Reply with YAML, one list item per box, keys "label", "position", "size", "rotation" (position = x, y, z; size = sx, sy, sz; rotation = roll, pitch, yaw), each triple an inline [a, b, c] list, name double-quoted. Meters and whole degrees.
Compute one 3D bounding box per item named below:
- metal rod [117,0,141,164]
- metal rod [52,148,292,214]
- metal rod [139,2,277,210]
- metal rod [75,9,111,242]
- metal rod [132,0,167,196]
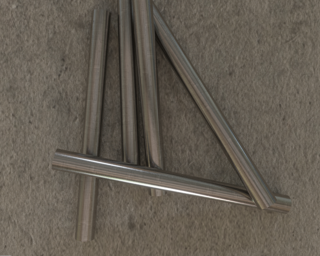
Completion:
- label: "metal rod"
  position: [-0.042, -0.094, 0.409]
  size: [0.025, 0.025, 0.298]
  rotation: [-2, 90, -1]
- label: "metal rod"
  position: [0.023, 0.069, 0.386]
  size: [0.302, 0.025, 0.025]
  rotation: [13, 90, -10]
- label: "metal rod"
  position: [0.056, -0.035, 0.394]
  size: [0.025, 0.025, 0.299]
  rotation: [-31, 84, 0]
- label: "metal rod"
  position: [-0.088, -0.003, 0.408]
  size: [0.025, 0.025, 0.298]
  rotation: [4, 90, -1]
- label: "metal rod"
  position: [-0.014, -0.061, 0.393]
  size: [0.025, 0.025, 0.298]
  rotation: [-5, 97, 0]
